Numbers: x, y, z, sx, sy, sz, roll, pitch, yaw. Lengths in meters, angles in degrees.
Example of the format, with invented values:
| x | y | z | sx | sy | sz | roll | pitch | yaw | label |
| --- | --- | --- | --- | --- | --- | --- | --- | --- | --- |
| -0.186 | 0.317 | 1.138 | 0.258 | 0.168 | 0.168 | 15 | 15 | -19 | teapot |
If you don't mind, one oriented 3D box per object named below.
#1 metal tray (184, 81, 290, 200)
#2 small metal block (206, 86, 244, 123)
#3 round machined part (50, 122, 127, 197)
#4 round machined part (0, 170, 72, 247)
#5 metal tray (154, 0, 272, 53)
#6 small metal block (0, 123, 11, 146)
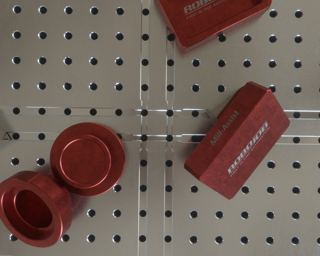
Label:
| x | y | z | sx | sy | sz | roll | pitch | yaw | label |
| --- | --- | --- | --- | --- | --- | --- | --- | --- | --- |
| 0.099 | 0.019 | 0.384 | 0.130 | 0.030 | 0.090 | -52 | 135 | 0 | metal tray |
| 0.090 | -0.027 | 0.401 | 0.050 | 0.050 | 0.025 | -37 | 90 | 0 | small metal block |
| -0.095 | 0.041 | 0.404 | 0.099 | 0.042 | 0.097 | 0 | 90 | 0 | round machined part |
| -0.152 | 0.097 | 0.391 | 0.098 | 0.042 | 0.097 | 7 | 112 | 18 | round machined part |
| 0.068 | -0.169 | 0.410 | 0.130 | 0.030 | 0.090 | -27 | 90 | 0 | metal tray |
| -0.239 | 0.008 | 0.411 | 0.050 | 0.025 | 0.050 | -32 | 90 | 0 | small metal block |
